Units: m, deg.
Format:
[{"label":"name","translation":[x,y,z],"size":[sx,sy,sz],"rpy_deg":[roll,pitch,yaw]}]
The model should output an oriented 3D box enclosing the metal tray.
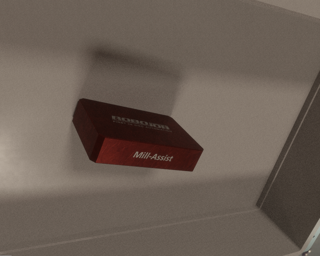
[{"label":"metal tray","translation":[-0.025,0.008,0.359],"size":[0.131,0.090,0.030],"rpy_deg":[10,113,-33]}]
